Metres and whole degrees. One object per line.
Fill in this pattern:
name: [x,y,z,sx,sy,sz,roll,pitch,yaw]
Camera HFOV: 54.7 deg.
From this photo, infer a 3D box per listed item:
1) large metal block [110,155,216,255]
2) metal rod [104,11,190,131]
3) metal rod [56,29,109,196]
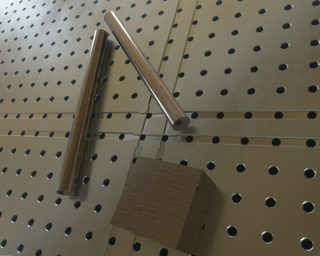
large metal block: [0.005,0.083,0.338,0.080,0.050,0.080,9,66,31]
metal rod: [-0.033,-0.106,0.488,0.025,0.025,0.300,-35,52,5]
metal rod: [-0.118,-0.042,0.493,0.025,0.025,0.299,-9,58,23]
